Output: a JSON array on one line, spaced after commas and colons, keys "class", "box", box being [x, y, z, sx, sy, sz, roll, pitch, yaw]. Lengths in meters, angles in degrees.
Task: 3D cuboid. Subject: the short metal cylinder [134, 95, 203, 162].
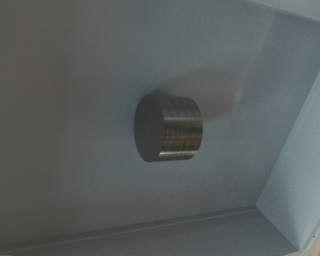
[{"class": "short metal cylinder", "box": [0.008, 0.001, 0.376, 0.050, 0.080, 0.079, 0, 118, -29]}]
